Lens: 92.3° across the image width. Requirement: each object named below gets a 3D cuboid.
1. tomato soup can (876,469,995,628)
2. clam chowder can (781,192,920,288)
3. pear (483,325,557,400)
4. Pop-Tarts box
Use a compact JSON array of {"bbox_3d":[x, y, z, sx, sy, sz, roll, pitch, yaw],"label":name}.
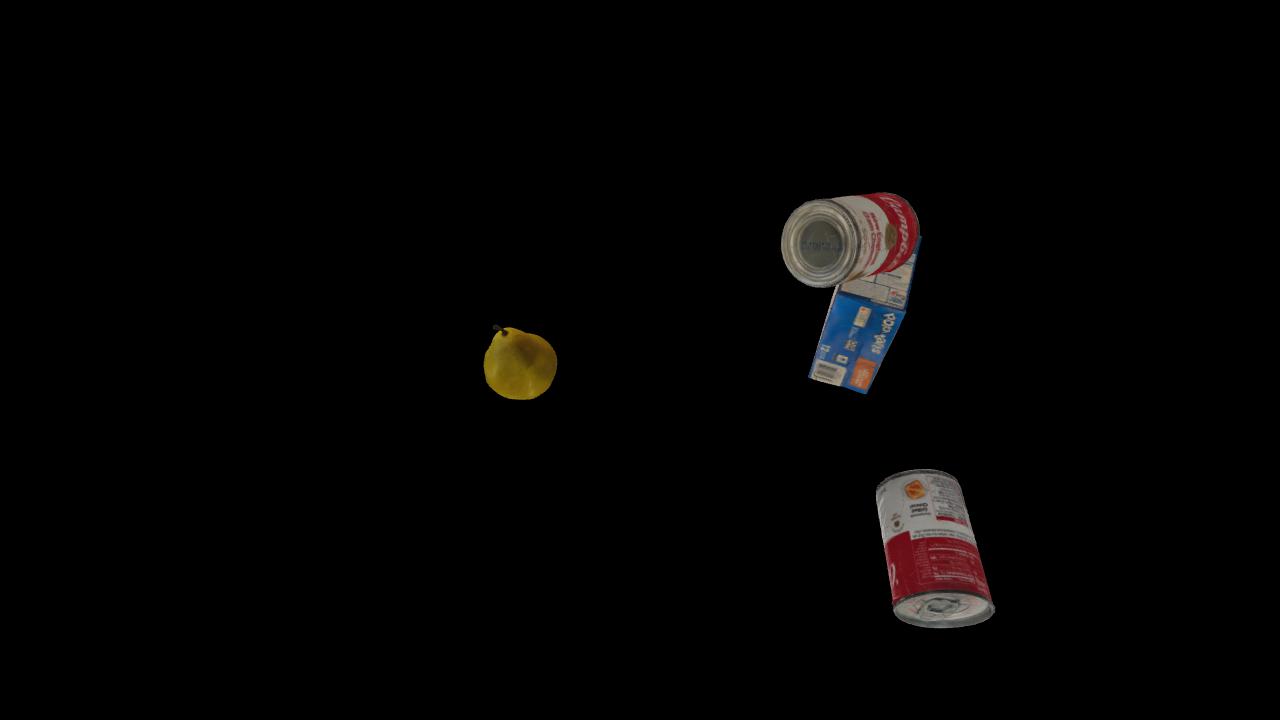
[{"bbox_3d":[0.223,0.143,0.474,0.068,0.101,0.068,5,-41,4],"label":"tomato soup can"},{"bbox_3d":[0.168,-0.097,0.490,0.102,0.068,0.068,-17,11,-40],"label":"clam chowder can"},{"bbox_3d":[-0.129,-0.007,0.656,0.080,0.080,0.111,0,-35,-6],"label":"pear"},{"bbox_3d":[0.290,-0.065,0.801,0.083,0.141,0.167,18,-35,14],"label":"Pop-Tarts box"}]
